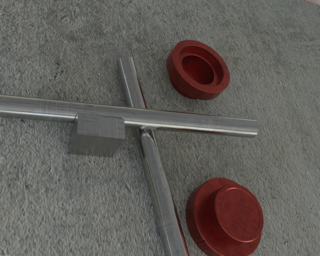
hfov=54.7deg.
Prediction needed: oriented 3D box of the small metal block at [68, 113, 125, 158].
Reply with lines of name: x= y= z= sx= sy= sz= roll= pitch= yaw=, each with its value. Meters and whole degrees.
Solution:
small metal block: x=-0.071 y=0.010 z=0.344 sx=0.050 sy=0.050 sz=0.025 roll=8 pitch=59 yaw=-24

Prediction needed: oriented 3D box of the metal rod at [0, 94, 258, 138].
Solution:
metal rod: x=-0.024 y=-0.011 z=0.366 sx=0.302 sy=0.025 sz=0.025 roll=5 pitch=59 yaw=-15

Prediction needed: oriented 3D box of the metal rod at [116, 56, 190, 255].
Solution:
metal rod: x=-0.010 y=0.040 z=0.374 sx=0.025 sy=0.025 sz=0.299 roll=-2 pitch=63 yaw=-29

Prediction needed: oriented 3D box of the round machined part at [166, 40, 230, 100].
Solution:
round machined part: x=0.054 y=-0.083 z=0.472 sx=0.099 sy=0.042 sz=0.098 roll=14 pitch=56 yaw=-21

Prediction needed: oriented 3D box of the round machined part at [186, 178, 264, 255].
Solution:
round machined part: x=0.084 y=0.106 z=0.373 sx=0.099 sy=0.042 sz=0.098 roll=14 pitch=56 yaw=-21
